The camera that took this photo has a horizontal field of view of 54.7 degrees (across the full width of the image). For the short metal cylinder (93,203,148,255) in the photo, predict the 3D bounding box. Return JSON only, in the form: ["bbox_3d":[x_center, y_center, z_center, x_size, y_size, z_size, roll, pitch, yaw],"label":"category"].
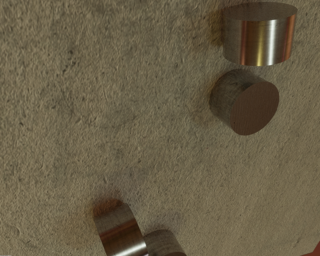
[{"bbox_3d":[-0.056,0.153,0.435,0.050,0.080,0.080,-21,127,-16],"label":"short metal cylinder"}]

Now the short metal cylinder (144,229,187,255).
[{"bbox_3d":[0.000,0.221,0.527,0.081,0.050,0.079,-14,124,-21],"label":"short metal cylinder"}]

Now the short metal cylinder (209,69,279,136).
[{"bbox_3d":[0.116,-0.036,0.431,0.081,0.050,0.079,-14,124,-21],"label":"short metal cylinder"}]

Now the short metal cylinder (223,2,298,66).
[{"bbox_3d":[0.115,-0.112,0.364,0.081,0.080,0.050,-19,126,-17],"label":"short metal cylinder"}]
